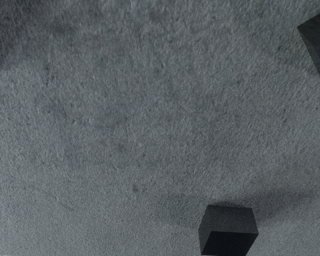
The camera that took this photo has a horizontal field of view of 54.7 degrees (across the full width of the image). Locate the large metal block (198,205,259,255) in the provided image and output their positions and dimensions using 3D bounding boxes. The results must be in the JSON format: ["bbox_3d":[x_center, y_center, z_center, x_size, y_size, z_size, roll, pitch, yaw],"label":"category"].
[{"bbox_3d":[0.118,0.184,0.550,0.081,0.050,0.079,5,130,-5],"label":"large metal block"}]

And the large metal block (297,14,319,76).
[{"bbox_3d":[0.204,-0.087,0.320,0.080,0.050,0.080,-30,125,22],"label":"large metal block"}]
